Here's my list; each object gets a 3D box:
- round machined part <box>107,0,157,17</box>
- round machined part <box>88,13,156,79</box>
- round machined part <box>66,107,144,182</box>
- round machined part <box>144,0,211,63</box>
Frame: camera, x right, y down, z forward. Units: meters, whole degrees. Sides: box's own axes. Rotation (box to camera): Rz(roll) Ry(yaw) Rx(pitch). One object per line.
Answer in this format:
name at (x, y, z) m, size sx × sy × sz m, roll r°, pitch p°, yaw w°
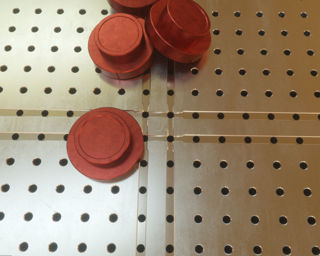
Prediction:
round machined part at (-0.036, -0.212, 0.480) m, size 0.099 × 0.042 × 0.098 m, roll 0°, pitch 70°, yaw 0°
round machined part at (-0.055, -0.123, 0.443) m, size 0.098 × 0.042 × 0.098 m, roll -1°, pitch 73°, yaw 4°
round machined part at (-0.070, 0.017, 0.396) m, size 0.099 × 0.042 × 0.098 m, roll 0°, pitch 70°, yaw 0°
round machined part at (0.031, -0.144, 0.435) m, size 0.099 × 0.042 × 0.098 m, roll 13°, pitch 59°, yaw -23°
